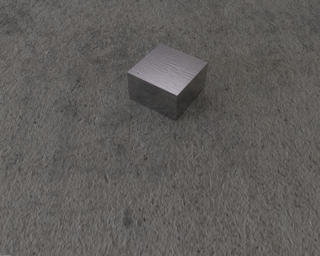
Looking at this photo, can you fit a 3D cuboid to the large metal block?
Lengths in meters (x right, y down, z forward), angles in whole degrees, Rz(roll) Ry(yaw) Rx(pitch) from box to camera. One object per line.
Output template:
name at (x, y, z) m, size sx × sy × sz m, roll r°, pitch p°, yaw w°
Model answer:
large metal block at (0.011, -0.067, 0.444) m, size 0.080 × 0.050 × 0.080 m, roll 28°, pitch 55°, yaw 21°
